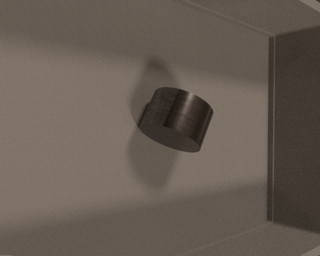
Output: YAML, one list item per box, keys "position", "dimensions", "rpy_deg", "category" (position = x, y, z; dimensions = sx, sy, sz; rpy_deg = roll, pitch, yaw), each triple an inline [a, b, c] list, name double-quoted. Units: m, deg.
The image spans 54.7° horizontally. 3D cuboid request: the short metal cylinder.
- position: [0.021, -0.009, 0.390]
  dimensions: [0.080, 0.080, 0.050]
  rpy_deg: [35, 68, -35]
  category: "short metal cylinder"
